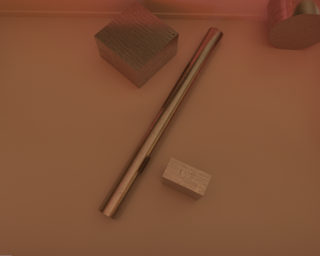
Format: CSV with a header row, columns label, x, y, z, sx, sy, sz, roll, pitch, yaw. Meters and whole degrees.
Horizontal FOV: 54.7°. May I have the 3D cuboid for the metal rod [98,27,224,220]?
label,x,y,z,sx,sy,sz,roll,pitch,yaw
metal rod,0.010,-0.018,0.416,0.025,0.025,0.300,28,72,9

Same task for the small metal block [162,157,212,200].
label,x,y,z,sx,sy,sz,roll,pitch,yaw
small metal block,0.031,0.063,0.374,0.050,0.050,0.025,24,72,8

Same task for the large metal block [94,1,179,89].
label,x,y,z,sx,sy,sz,roll,pitch,yaw
large metal block,-0.032,-0.117,0.439,0.080,0.050,0.080,41,75,13

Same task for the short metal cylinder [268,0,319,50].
label,x,y,z,sx,sy,sz,roll,pitch,yaw
short metal cylinder,0.196,-0.155,0.440,0.081,0.080,0.050,4,70,1
